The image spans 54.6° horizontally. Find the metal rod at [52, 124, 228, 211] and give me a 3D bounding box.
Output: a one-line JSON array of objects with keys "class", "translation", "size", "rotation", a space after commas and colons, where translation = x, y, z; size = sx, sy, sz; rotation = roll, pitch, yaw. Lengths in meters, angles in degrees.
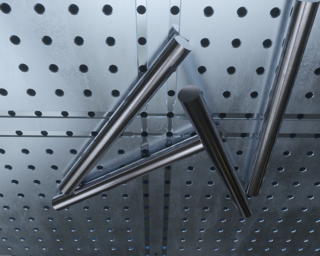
[{"class": "metal rod", "translation": [-0.043, 0.066, 0.467], "size": [0.300, 0.025, 0.025], "rotation": [-25, 126, 19]}]

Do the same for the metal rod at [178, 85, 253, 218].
[{"class": "metal rod", "translation": [0.089, 0.053, 0.430], "size": [0.025, 0.025, 0.300], "rotation": [-18, 136, 15]}]

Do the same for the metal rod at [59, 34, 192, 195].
[{"class": "metal rod", "translation": [-0.061, 0.001, 0.411], "size": [0.025, 0.025, 0.299], "rotation": [28, 125, -22]}]

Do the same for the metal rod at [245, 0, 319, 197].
[{"class": "metal rod", "translation": [0.146, -0.014, 0.400], "size": [0.025, 0.025, 0.298], "rotation": [-1, 130, 0]}]
